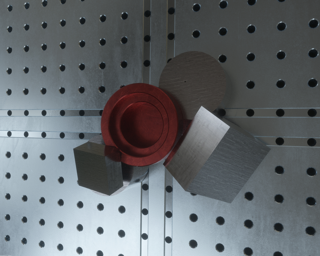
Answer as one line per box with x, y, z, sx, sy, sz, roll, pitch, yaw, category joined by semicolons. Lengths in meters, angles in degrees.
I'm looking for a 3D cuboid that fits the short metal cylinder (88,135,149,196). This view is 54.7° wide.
-0.061;0.047;0.420;0.080;0.050;0.079;0;90;20;short metal cylinder

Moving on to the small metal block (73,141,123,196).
-0.074;0.048;0.372;0.050;0.025;0.050;9;113;31;small metal block

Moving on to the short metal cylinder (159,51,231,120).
0.045;-0.050;0.383;0.080;0.050;0.079;0;90;20;short metal cylinder

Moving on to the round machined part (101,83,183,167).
-0.019;-0.004;0.379;0.098;0.042;0.097;0;90;20;round machined part

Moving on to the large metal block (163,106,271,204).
0.065;0.033;0.353;0.080;0.080;0.050;-57;39;11;large metal block
